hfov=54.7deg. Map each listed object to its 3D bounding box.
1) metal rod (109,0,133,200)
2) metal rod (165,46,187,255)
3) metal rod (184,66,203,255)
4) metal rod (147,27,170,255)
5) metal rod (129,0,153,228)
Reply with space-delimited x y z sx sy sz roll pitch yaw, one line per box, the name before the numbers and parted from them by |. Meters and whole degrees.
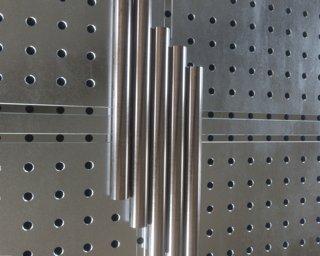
metal rod | -0.049 -0.060 0.395 0.025 0.025 0.298 1 90 -20
metal rod | 0.021 0.040 0.421 0.025 0.025 0.298 1 90 -20
metal rod | 0.045 0.066 0.430 0.025 0.025 0.298 1 90 -20
metal rod | -0.002 0.018 0.412 0.025 0.025 0.298 1 90 -20
metal rod | -0.025 -0.023 0.403 0.025 0.025 0.298 1 90 -20
